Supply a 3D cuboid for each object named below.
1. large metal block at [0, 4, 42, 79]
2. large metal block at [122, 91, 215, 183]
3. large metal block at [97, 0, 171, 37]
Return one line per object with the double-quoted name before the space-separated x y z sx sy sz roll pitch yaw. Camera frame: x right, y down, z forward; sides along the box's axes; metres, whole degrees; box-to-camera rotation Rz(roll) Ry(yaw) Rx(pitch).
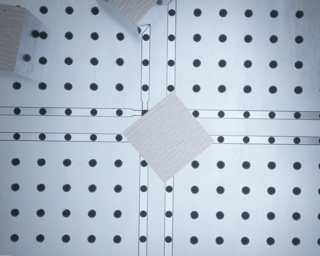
"large metal block" -0.209 -0.113 0.400 0.080 0.050 0.080 10 90 0
"large metal block" 0.010 0.011 0.401 0.080 0.050 0.080 -40 90 0
"large metal block" -0.032 -0.182 0.401 0.080 0.050 0.080 41 90 0
